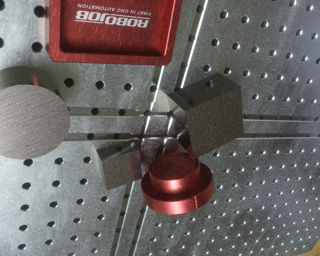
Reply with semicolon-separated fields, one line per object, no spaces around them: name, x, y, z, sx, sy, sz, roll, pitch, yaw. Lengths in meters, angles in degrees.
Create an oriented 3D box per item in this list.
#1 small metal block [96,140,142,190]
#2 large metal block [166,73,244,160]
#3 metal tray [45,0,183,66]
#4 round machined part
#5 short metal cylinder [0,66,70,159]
small metal block;-0.053;0.049;0.412;0.050;0.025;0.050;-16;125;-19
large metal block;0.063;-0.017;0.419;0.080;0.050;0.080;-25;128;-13
metal tray;-0.045;-0.112;0.313;0.131;0.030;0.089;-4;120;-27
round machined part;0.022;0.067;0.418;0.099;0.098;0.042;-18;116;-18
short metal cylinder;-0.136;-0.015;0.311;0.081;0.050;0.079;-14;124;-21
